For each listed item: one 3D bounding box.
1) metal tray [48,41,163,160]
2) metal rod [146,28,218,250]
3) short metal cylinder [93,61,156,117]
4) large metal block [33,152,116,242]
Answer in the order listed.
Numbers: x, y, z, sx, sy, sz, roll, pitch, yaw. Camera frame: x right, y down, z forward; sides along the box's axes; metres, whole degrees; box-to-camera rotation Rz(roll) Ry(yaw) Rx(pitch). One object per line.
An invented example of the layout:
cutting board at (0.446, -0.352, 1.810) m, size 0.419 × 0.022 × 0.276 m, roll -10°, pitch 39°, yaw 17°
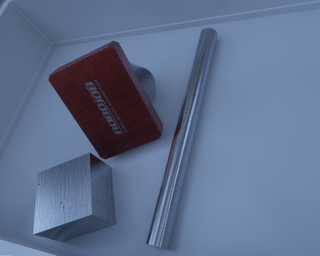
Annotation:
metal tray at (-0.064, -0.031, 0.391) m, size 0.090 × 0.130 × 0.030 m, roll -22°, pitch 24°, yaw 15°
metal rod at (0.034, -0.005, 0.389) m, size 0.025 × 0.025 × 0.300 m, roll 2°, pitch 62°, yaw 29°
short metal cylinder at (-0.052, -0.052, 0.428) m, size 0.050 × 0.080 × 0.080 m, roll 29°, pitch 78°, yaw 37°
large metal block at (-0.106, 0.088, 0.390) m, size 0.080 × 0.050 × 0.080 m, roll -22°, pitch 54°, yaw 15°
